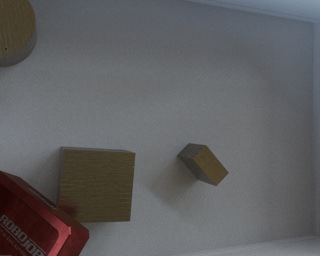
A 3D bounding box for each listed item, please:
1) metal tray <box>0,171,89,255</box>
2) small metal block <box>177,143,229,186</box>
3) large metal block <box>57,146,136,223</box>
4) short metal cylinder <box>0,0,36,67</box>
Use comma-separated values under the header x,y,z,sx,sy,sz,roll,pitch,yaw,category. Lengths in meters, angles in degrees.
x,y,z,sx,sy,sz,roll,pitch,yaw,category
-0.143,0.110,0.308,0.090,0.130,0.030,-60,148,-11,metal tray
0.057,0.048,0.420,0.025,0.050,0.050,-44,104,-15,small metal block
-0.078,0.065,0.369,0.081,0.050,0.080,5,88,-20,large metal block
-0.176,-0.110,0.332,0.081,0.050,0.079,0,90,-21,short metal cylinder
